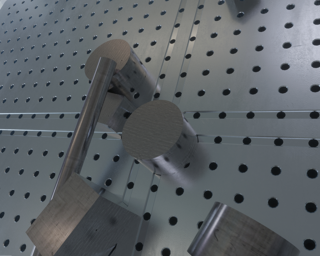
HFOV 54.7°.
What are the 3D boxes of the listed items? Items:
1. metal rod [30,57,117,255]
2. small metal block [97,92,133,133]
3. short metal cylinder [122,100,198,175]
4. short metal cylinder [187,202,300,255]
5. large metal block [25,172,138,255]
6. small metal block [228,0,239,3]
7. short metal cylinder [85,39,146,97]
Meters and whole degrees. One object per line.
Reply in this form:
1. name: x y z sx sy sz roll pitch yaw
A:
1. metal rod: -0.114 0.047 0.405 0.025 0.025 0.299 9 76 32
2. small metal block: -0.077 -0.025 0.464 0.050 0.025 0.050 16 70 34
3. short metal cylinder: 0.000 0.012 0.385 0.080 0.050 0.080 -13 56 21
4. short metal cylinder: 0.071 0.108 0.270 0.080 0.080 0.050 24 75 36
5. large metal block: -0.085 0.108 0.351 0.050 0.080 0.080 30 78 37
6. small metal block: 0.119 -0.229 0.471 0.050 0.050 0.025 -41 51 0
7. short metal cylinder: -0.069 -0.091 0.485 0.080 0.050 0.080 -13 57 21
